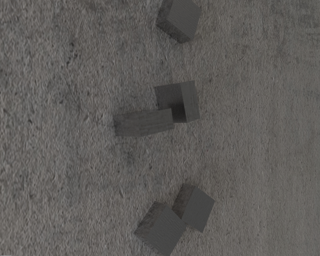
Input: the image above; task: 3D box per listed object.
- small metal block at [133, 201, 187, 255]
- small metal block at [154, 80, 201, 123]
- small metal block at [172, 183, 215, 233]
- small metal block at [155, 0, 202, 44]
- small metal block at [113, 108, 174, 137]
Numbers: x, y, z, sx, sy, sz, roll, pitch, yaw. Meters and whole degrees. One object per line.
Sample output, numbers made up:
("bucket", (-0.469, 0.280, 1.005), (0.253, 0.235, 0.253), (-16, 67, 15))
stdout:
("small metal block", (0.001, 0.133, 0.406), (0.050, 0.025, 0.050), (51, 60, -28))
("small metal block", (0.022, -0.034, 0.407), (0.025, 0.050, 0.050), (-17, 101, -39))
("small metal block", (0.047, 0.115, 0.444), (0.050, 0.025, 0.050), (41, 65, -33))
("small metal block", (0.026, -0.153, 0.426), (0.050, 0.025, 0.050), (26, 74, -37))
("small metal block", (-0.020, -0.007, 0.371), (0.050, 0.050, 0.025), (-13, 99, -39))
